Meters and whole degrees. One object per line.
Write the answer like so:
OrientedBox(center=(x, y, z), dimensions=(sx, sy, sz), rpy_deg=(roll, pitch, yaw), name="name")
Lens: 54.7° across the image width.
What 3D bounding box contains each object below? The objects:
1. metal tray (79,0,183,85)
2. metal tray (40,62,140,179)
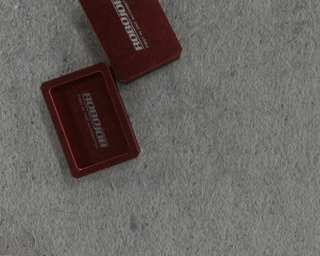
OrientedBox(center=(-0.039, -0.134, 0.407), dimensions=(0.090, 0.030, 0.130), rpy_deg=(-27, 90, 0), name="metal tray")
OrientedBox(center=(-0.089, -0.010, 0.406), dimensions=(0.090, 0.030, 0.129), rpy_deg=(-20, 90, 0), name="metal tray")
